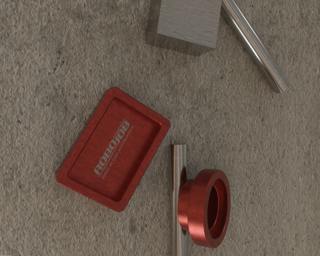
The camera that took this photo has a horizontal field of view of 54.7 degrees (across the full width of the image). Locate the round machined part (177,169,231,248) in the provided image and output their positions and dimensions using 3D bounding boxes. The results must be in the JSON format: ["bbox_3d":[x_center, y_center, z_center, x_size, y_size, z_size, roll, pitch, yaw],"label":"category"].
[{"bbox_3d":[0.057,0.102,0.405,0.099,0.042,0.097,1,89,-59],"label":"round machined part"}]

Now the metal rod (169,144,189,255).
[{"bbox_3d":[0.026,0.171,0.420,0.025,0.025,0.298,-1,90,-20],"label":"metal rod"}]

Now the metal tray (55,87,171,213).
[{"bbox_3d":[-0.057,0.026,0.386,0.090,0.030,0.130,32,79,-18],"label":"metal tray"}]

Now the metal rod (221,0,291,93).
[{"bbox_3d":[0.099,-0.174,0.446,0.025,0.025,0.300,-43,104,-15],"label":"metal rod"}]

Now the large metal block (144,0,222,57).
[{"bbox_3d":[0.031,-0.147,0.408,0.081,0.050,0.080,9,87,-20],"label":"large metal block"}]
